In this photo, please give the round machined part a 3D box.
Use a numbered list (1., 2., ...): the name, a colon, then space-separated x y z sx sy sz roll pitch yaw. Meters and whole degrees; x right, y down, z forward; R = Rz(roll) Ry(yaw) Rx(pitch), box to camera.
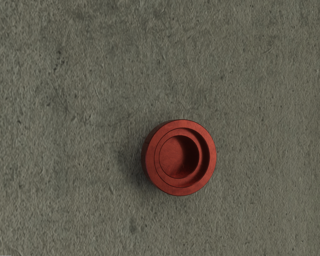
1. round machined part: 0.021 0.037 0.410 0.099 0.042 0.097 0 90 -21
